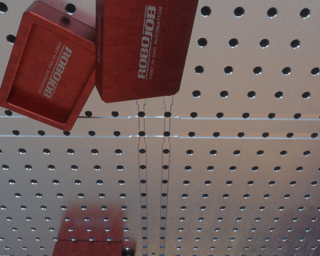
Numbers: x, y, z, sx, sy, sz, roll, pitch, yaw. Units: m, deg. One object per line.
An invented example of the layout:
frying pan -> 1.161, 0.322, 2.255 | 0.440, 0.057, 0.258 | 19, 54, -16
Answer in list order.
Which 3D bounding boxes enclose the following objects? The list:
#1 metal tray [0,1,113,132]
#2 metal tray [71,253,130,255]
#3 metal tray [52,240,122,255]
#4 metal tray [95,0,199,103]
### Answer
metal tray -> -0.121, -0.062, 0.353 | 0.090, 0.030, 0.129 | 24, 126, -20
metal tray -> -0.122, 0.300, 0.659 | 0.131, 0.030, 0.089 | 6, 138, -8
metal tray -> -0.141, 0.266, 0.593 | 0.131, 0.090, 0.030 | 3, 130, -3
metal tray -> -0.016, -0.090, 0.310 | 0.091, 0.030, 0.129 | -10, 134, -22
